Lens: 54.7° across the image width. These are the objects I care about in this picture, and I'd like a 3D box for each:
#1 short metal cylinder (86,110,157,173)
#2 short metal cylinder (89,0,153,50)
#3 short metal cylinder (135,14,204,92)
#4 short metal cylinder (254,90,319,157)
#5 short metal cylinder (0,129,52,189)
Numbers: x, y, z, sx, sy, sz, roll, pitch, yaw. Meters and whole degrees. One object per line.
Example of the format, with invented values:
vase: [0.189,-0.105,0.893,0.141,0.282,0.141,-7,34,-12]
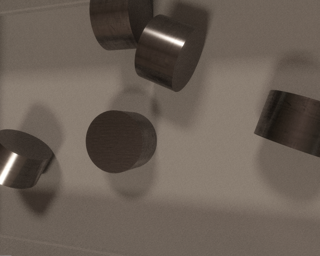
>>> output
short metal cylinder: [-0.051,0.017,0.414,0.080,0.050,0.079,0,90,19]
short metal cylinder: [-0.047,-0.142,0.397,0.050,0.080,0.079,1,91,19]
short metal cylinder: [0.013,-0.090,0.376,0.050,0.080,0.080,26,98,18]
short metal cylinder: [0.148,-0.004,0.329,0.080,0.080,0.050,21,97,18]
short metal cylinder: [-0.208,0.044,0.453,0.080,0.080,0.050,34,101,16]
